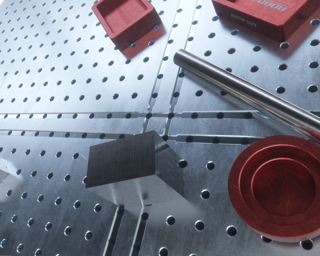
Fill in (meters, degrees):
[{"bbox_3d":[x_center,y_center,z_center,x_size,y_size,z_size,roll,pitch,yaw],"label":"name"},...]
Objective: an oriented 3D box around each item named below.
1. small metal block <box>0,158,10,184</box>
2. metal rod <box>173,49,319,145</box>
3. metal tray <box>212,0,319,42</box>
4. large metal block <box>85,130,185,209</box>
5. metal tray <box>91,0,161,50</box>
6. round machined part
[{"bbox_3d":[-0.281,0.075,0.507,0.050,0.025,0.050,-49,52,-6],"label":"small metal block"},{"bbox_3d":[0.122,-0.031,0.362,0.025,0.025,0.300,-47,52,-5],"label":"metal rod"},{"bbox_3d":[0.149,-0.183,0.438,0.090,0.030,0.130,-45,51,-4],"label":"metal tray"},{"bbox_3d":[-0.025,0.051,0.353,0.080,0.080,0.050,-15,56,20],"label":"large metal block"},{"bbox_3d":[-0.065,-0.208,0.564,0.090,0.030,0.130,-35,52,5],"label":"metal tray"},{"bbox_3d":[0.119,0.059,0.298,0.098,0.042,0.098,-13,56,20],"label":"round machined part"}]
